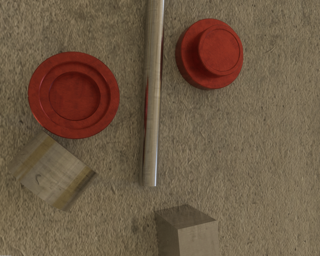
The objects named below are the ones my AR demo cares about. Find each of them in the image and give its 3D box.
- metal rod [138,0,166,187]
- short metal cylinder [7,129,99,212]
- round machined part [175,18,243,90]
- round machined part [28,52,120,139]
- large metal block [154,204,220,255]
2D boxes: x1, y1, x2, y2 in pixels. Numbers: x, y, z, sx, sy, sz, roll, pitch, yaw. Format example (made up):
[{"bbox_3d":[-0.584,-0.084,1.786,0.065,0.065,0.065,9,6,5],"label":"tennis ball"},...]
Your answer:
[{"bbox_3d":[-0.009,-0.075,0.405,0.025,0.025,0.298,3,89,-20],"label":"metal rod"},{"bbox_3d":[-0.115,0.045,0.338,0.080,0.080,0.050,42,77,-15],"label":"short metal cylinder"},{"bbox_3d":[0.074,-0.103,0.427,0.099,0.042,0.097,0,90,-20],"label":"round machined part"},{"bbox_3d":[-0.100,-0.036,0.363,0.099,0.042,0.097,0,90,-20],"label":"round machined part"},{"bbox_3d":[0.033,0.150,0.392,0.050,0.080,0.079,-6,92,-20],"label":"large metal block"}]
